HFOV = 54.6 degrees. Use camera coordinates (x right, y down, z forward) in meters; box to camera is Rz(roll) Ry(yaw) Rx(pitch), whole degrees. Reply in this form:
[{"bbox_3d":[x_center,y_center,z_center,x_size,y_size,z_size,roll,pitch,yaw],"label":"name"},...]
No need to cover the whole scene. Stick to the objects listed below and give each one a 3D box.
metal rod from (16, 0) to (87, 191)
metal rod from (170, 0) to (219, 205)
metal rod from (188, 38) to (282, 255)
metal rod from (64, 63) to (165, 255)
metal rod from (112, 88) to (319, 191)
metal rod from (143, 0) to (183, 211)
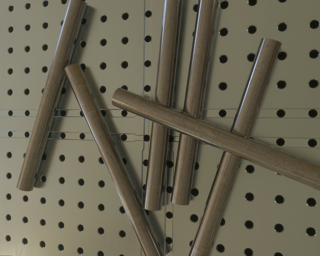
[{"bbox_3d":[-0.166,-0.046,0.472,0.025,0.025,0.298,21,97,19],"label":"metal rod"},{"bbox_3d":[0.046,-0.051,0.396,0.025,0.025,0.298,9,93,20],"label":"metal rod"},{"bbox_3d":[0.087,0.040,0.381,0.025,0.025,0.298,19,96,19],"label":"metal rod"},{"bbox_3d":[-0.067,0.045,0.436,0.025,0.025,0.299,-28,81,18],"label":"metal rod"},{"bbox_3d":[0.076,0.014,0.358,0.300,0.025,0.025,23,98,18],"label":"metal rod"},{"bbox_3d":[0.005,-0.041,0.411,0.025,0.025,0.298,6,92,20],"label":"metal rod"}]
